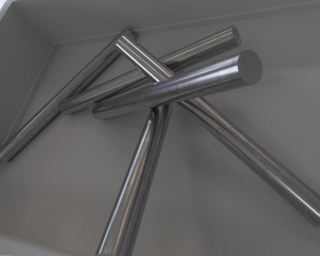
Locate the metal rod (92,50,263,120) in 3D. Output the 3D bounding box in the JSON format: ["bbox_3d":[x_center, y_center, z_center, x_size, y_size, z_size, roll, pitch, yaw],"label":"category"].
[{"bbox_3d":[-0.014,-0.034,0.345,0.299,0.025,0.025,-7,54,58],"label":"metal rod"}]

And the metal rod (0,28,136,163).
[{"bbox_3d":[-0.157,-0.057,0.523,0.300,0.025,0.025,-45,51,-3],"label":"metal rod"}]

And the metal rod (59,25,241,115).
[{"bbox_3d":[-0.035,-0.068,0.427,0.300,0.025,0.025,-16,54,33],"label":"metal rod"}]

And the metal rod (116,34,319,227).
[{"bbox_3d":[0.051,-0.015,0.341,0.025,0.025,0.300,-45,66,-3],"label":"metal rod"}]

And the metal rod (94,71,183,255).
[{"bbox_3d":[-0.006,0.004,0.332,0.025,0.025,0.301,-12,33,22],"label":"metal rod"}]
